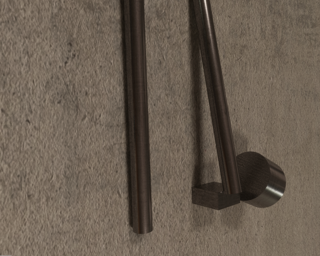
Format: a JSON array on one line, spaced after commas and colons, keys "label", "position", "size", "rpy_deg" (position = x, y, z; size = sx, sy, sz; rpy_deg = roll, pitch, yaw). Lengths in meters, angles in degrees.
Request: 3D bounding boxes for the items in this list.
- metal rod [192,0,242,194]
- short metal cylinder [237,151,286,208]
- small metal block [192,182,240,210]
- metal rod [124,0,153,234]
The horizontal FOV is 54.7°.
[{"label": "metal rod", "position": [0.079, -0.058, 0.441], "size": [0.025, 0.025, 0.298], "rpy_deg": [-3, 82, -40]}, {"label": "short metal cylinder", "position": [0.153, 0.084, 0.501], "size": [0.050, 0.080, 0.080], "rpy_deg": [28, 72, -37]}, {"label": "small metal block", "position": [0.083, 0.100, 0.461], "size": [0.050, 0.050, 0.025], "rpy_deg": [-4, 93, -40]}, {"label": "metal rod", "position": [-0.027, -0.021, 0.383], "size": [0.025, 0.025, 0.298], "rpy_deg": [-4, 93, -40]}]
